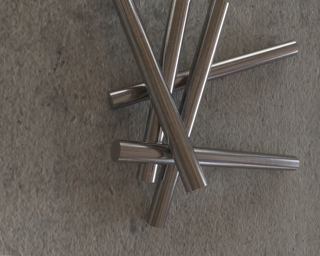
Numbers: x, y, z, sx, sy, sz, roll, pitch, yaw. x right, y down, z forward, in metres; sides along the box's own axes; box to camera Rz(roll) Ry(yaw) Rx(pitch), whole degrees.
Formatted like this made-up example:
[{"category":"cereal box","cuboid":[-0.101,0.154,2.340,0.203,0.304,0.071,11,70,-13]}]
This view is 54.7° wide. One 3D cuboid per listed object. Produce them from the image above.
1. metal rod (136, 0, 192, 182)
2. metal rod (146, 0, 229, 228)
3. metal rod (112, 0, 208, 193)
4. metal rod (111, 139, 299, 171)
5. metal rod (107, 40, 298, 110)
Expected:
[{"category":"metal rod","cuboid":[0.011,-0.082,0.383,0.025,0.025,0.298,11,91,-20]},{"category":"metal rod","cuboid":[0.035,-0.017,0.402,0.025,0.025,0.298,15,92,-20]},{"category":"metal rod","cuboid":[-0.013,-0.071,0.363,0.025,0.025,0.299,-18,80,-20]},{"category":"metal rod","cuboid":[0.081,0.040,0.410,0.302,0.025,0.025,7,88,-31]},{"category":"metal rod","cuboid":[0.073,-0.080,0.437,0.302,0.025,0.025,-19,97,-20]}]
